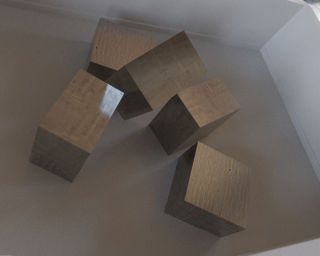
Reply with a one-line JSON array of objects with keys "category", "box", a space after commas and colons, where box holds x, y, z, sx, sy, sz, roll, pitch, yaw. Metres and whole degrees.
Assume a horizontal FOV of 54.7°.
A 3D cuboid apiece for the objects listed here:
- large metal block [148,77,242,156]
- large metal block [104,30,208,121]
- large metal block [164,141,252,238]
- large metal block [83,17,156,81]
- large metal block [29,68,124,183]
[{"category": "large metal block", "box": [0.044, -0.015, 0.405, 0.081, 0.080, 0.050, -23, 75, -37]}, {"category": "large metal block", "box": [-0.009, -0.055, 0.344, 0.080, 0.080, 0.050, -37, 101, -26]}, {"category": "large metal block", "box": [0.061, 0.076, 0.378, 0.080, 0.050, 0.080, 27, 52, -12]}, {"category": "large metal block", "box": [-0.054, -0.090, 0.417, 0.081, 0.050, 0.080, 16, 55, -20]}, {"category": "large metal block", "box": [-0.088, 0.000, 0.324, 0.050, 0.080, 0.080, 30, 52, -10]}]
